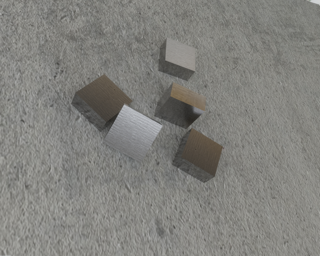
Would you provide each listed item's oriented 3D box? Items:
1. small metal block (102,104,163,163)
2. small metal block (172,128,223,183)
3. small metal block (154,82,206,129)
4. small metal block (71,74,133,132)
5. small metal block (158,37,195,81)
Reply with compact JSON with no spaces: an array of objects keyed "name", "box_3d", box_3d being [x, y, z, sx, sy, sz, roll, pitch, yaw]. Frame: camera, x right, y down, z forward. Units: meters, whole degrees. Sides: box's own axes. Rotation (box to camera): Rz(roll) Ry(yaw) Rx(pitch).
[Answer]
[{"name":"small metal block","box_3d":[-0.032,0.005,0.366,0.050,0.025,0.050,29,94,-10]},{"name":"small metal block","box_3d":[0.050,0.036,0.408,0.050,0.025,0.050,31,52,-8]},{"name":"small metal block","box_3d":[0.027,-0.029,0.420,0.050,0.050,0.025,22,54,-15]},{"name":"small metal block","box_3d":[-0.071,-0.032,0.384,0.050,0.025,0.050,44,51,2]},{"name":"small metal block","box_3d":[0.027,-0.107,0.483,0.050,0.025,0.050,16,55,-19]}]
